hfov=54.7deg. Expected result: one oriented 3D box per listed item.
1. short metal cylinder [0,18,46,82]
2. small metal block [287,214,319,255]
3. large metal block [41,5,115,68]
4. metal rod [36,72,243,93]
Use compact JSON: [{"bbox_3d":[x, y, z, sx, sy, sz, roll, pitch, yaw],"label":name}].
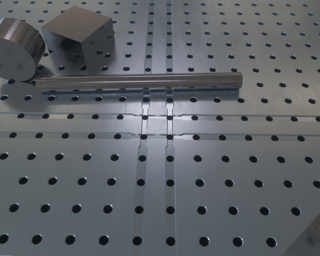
[{"bbox_3d":[-0.222,-0.117,0.469,0.080,0.080,0.050,2,50,2],"label":"short metal cylinder"},{"bbox_3d":[0.157,0.118,0.294,0.025,0.050,0.050,-33,58,-25],"label":"small metal block"},{"bbox_3d":[-0.135,-0.155,0.521,0.080,0.050,0.080,24,54,18],"label":"large metal block"},{"bbox_3d":[-0.029,-0.068,0.464,0.302,0.025,0.025,-1,50,-2],"label":"metal rod"}]
